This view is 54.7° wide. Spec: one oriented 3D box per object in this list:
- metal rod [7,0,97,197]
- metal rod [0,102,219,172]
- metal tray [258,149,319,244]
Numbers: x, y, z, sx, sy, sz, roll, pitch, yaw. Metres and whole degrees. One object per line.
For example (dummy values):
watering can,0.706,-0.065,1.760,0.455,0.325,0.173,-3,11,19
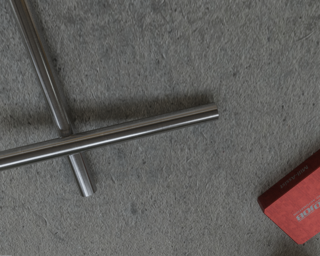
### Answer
metal rod,-0.135,-0.045,0.391,0.025,0.025,0.298,-12,110,4
metal rod,-0.074,0.012,0.392,0.302,0.025,0.025,-13,110,-4
metal tray,0.221,0.098,0.447,0.090,0.030,0.130,43,104,-15
